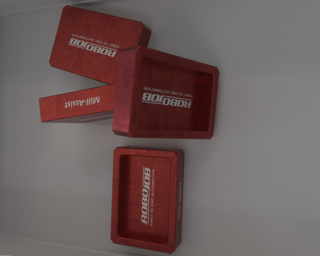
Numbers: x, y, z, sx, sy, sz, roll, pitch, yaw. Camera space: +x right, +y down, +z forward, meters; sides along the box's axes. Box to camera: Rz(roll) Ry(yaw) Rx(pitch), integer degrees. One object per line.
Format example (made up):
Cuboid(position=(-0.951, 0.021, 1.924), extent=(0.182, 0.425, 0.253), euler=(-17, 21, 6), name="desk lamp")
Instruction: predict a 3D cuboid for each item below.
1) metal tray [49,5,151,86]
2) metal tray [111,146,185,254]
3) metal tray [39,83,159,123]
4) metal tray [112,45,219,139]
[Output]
Cuboid(position=(-0.087, -0.114, 0.438), extent=(0.130, 0.030, 0.089), euler=(19, 96, 19), name="metal tray")
Cuboid(position=(-0.017, 0.091, 0.413), extent=(0.090, 0.030, 0.129), euler=(2, 91, 20), name="metal tray")
Cuboid(position=(-0.075, -0.030, 0.402), extent=(0.130, 0.090, 0.030), euler=(-8, 88, 20), name="metal tray")
Cuboid(position=(0.012, -0.034, 0.351), extent=(0.030, 0.131, 0.089), euler=(7, 93, 48), name="metal tray")
